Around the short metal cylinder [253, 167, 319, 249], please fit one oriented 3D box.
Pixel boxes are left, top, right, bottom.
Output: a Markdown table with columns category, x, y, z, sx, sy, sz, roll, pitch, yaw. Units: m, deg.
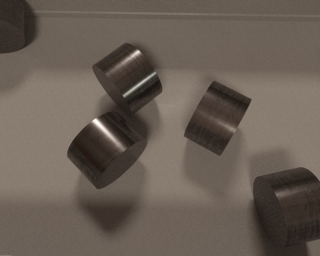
| category | x | y | z | sx | sy | sz | roll | pitch | yaw |
| --- | --- | --- | --- | --- | --- | --- | --- | --- | --- |
| short metal cylinder | 0.146 | 0.089 | 0.350 | 0.050 | 0.080 | 0.080 | -12 | 71 | -5 |

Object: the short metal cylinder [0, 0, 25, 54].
| category | x | y | z | sx | sy | sz | roll | pitch | yaw |
| --- | --- | --- | --- | --- | --- | --- | --- | --- | --- |
| short metal cylinder | -0.232 | -0.148 | 0.432 | 0.081 | 0.080 | 0.050 | -7 | 70 | -3 |

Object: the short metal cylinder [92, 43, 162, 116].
| category | x | y | z | sx | sy | sz | roll | pitch | yaw |
| --- | --- | --- | --- | --- | --- | --- | --- | --- | --- |
| short metal cylinder | -0.042 | -0.062 | 0.403 | 0.050 | 0.080 | 0.080 | -39 | 75 | -13 |

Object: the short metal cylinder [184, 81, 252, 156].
| category | x | y | z | sx | sy | sz | roll | pitch | yaw |
| --- | --- | --- | --- | --- | --- | --- | --- | --- | --- |
| short metal cylinder | 0.071 | -0.012 | 0.386 | 0.050 | 0.080 | 0.080 | 29 | 73 | 10 |

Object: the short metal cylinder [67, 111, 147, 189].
| category | x | y | z | sx | sy | sz | roll | pitch | yaw |
| --- | --- | --- | --- | --- | --- | --- | --- | --- | --- |
| short metal cylinder | -0.062 | 0.026 | 0.370 | 0.080 | 0.080 | 0.050 | -43 | 76 | -14 |
